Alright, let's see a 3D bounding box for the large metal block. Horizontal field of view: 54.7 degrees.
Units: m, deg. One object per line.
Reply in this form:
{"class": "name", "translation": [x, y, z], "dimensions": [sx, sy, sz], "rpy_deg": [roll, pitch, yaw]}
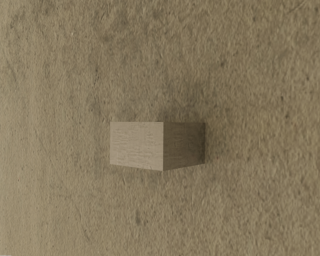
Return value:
{"class": "large metal block", "translation": [-0.002, 0.018, 0.369], "dimensions": [0.080, 0.081, 0.050], "rpy_deg": [1, 91, 39]}
